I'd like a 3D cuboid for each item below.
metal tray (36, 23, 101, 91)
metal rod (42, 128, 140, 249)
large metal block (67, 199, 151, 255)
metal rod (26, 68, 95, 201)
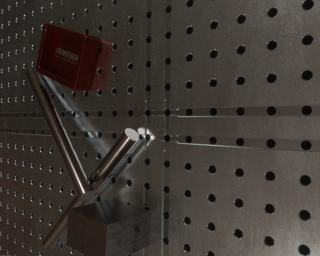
[{"bbox_3d":[-0.163,-0.125,0.536,0.130,0.030,0.089,26,106,36],"label":"metal tray"},{"bbox_3d":[-0.123,0.112,0.507,0.298,0.025,0.025,-51,61,27],"label":"metal rod"},{"bbox_3d":[-0.070,0.138,0.429,0.080,0.081,0.050,5,93,39],"label":"large metal block"},{"bbox_3d":[-0.180,-0.005,0.536,0.025,0.025,0.300,-53,54,27],"label":"metal rod"}]
